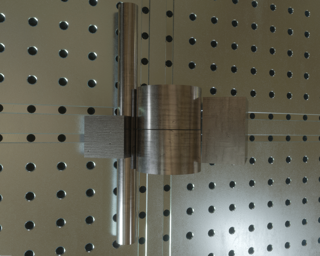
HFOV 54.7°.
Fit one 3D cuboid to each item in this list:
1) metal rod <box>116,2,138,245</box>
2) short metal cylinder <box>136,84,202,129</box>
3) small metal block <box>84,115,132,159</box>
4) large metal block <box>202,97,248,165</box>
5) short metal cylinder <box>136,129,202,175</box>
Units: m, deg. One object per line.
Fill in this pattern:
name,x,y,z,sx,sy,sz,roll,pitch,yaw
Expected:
metal rod,-0.041,-0.005,0.393,0.025,0.025,0.298,0,90,-20
short metal cylinder,0.011,-0.024,0.383,0.081,0.080,0.050,1,90,-20
small metal block,-0.062,0.010,0.374,0.050,0.025,0.050,0,89,14
large metal block,0.087,0.003,0.404,0.050,0.080,0.079,1,90,18
short metal cylinder,0.011,0.027,0.383,0.081,0.080,0.050,1,90,-20
